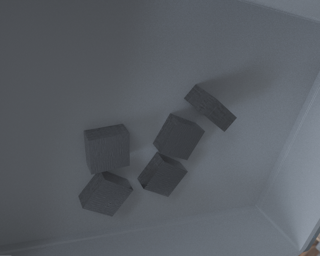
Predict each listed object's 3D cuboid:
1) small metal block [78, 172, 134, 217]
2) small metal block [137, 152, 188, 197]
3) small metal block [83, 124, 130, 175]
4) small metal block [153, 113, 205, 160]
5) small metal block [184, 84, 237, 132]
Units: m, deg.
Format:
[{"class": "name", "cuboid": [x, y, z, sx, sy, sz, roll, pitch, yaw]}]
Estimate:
[{"class": "small metal block", "cuboid": [-0.074, 0.089, 0.425, 0.050, 0.025, 0.050, 31, 101, -38]}, {"class": "small metal block", "cuboid": [0.004, 0.069, 0.455, 0.050, 0.025, 0.050, 28, 103, -38]}, {"class": "small metal block", "cuboid": [-0.066, 0.026, 0.390, 0.050, 0.025, 0.050, -11, 123, -23]}, {"class": "small metal block", "cuboid": [0.026, 0.013, 0.433, 0.050, 0.025, 0.050, 19, 108, -36]}, {"class": "small metal block", "cuboid": [0.067, -0.027, 0.415, 0.050, 0.050, 0.025, 34, 99, -39]}]
